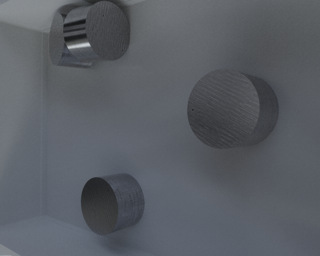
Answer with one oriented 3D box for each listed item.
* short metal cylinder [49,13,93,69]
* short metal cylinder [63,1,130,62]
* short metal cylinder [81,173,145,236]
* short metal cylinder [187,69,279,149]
[{"bbox_3d":[-0.140,-0.137,0.494,0.080,0.050,0.079,2,92,55],"label":"short metal cylinder"},{"bbox_3d":[-0.089,-0.136,0.445,0.050,0.081,0.079,6,94,39],"label":"short metal cylinder"},{"bbox_3d":[-0.069,0.108,0.448,0.080,0.050,0.080,0,90,40],"label":"short metal cylinder"},{"bbox_3d":[0.076,-0.019,0.327,0.080,0.050,0.080,0,90,40],"label":"short metal cylinder"}]
